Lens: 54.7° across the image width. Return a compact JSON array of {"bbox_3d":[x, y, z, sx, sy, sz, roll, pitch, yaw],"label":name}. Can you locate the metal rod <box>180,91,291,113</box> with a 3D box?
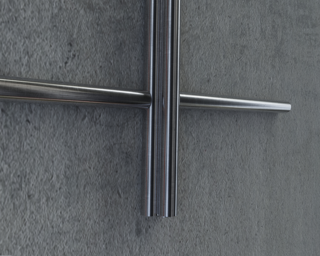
[{"bbox_3d":[0.135,-0.040,0.522,0.302,0.025,0.025,-1,91,-40],"label":"metal rod"}]

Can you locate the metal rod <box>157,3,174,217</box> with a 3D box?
[{"bbox_3d":[0.009,-0.033,0.417,0.025,0.025,0.298,2,89,-40],"label":"metal rod"}]

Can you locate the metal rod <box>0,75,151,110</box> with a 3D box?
[{"bbox_3d":[-0.134,-0.036,0.294,0.302,0.025,0.025,0,90,-40],"label":"metal rod"}]

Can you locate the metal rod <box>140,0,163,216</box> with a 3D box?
[{"bbox_3d":[-0.010,-0.039,0.401,0.025,0.025,0.298,2,89,-40],"label":"metal rod"}]

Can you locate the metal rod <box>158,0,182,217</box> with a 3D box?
[{"bbox_3d":[0.013,-0.040,0.392,0.025,0.025,0.298,2,89,-40],"label":"metal rod"}]
